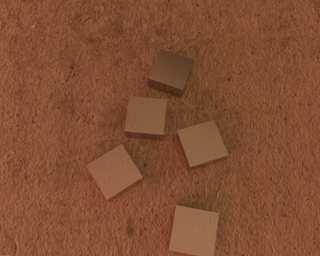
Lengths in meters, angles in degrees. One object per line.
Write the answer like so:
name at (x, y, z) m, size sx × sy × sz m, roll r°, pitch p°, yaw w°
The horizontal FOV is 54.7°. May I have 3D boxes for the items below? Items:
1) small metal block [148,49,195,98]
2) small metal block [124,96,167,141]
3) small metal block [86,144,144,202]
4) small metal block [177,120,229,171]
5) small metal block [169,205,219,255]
small metal block at (0.016, -0.077, 0.436) m, size 0.050 × 0.025 × 0.050 m, roll 19°, pitch 71°, yaw 7°
small metal block at (-0.018, -0.013, 0.412) m, size 0.050 × 0.025 × 0.050 m, roll 5°, pitch 70°, yaw 2°
small metal block at (-0.055, 0.057, 0.387) m, size 0.050 × 0.025 × 0.050 m, roll -32°, pitch 73°, yaw -11°
small metal block at (0.053, 0.023, 0.400) m, size 0.050 × 0.025 × 0.050 m, roll -17°, pitch 71°, yaw -6°
small metal block at (0.039, 0.122, 0.364) m, size 0.050 × 0.025 × 0.050 m, roll 10°, pitch 70°, yaw 3°
